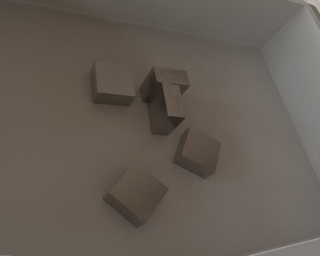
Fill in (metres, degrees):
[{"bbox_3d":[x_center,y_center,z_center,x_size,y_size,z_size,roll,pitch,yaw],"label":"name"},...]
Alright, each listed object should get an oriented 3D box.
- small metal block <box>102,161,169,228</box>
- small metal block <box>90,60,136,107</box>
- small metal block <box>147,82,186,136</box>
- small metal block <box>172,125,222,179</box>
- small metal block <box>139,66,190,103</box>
[{"bbox_3d":[-0.027,0.074,0.347,0.050,0.025,0.050,41,51,-1],"label":"small metal block"},{"bbox_3d":[-0.063,-0.058,0.408,0.050,0.025,0.050,4,60,-27],"label":"small metal block"},{"bbox_3d":[0.007,-0.024,0.409,0.025,0.050,0.050,5,60,-26],"label":"small metal block"},{"bbox_3d":[0.050,0.033,0.415,0.050,0.025,0.050,29,52,-10],"label":"small metal block"},{"bbox_3d":[0.006,-0.057,0.429,0.050,0.050,0.025,2,61,-28],"label":"small metal block"}]
